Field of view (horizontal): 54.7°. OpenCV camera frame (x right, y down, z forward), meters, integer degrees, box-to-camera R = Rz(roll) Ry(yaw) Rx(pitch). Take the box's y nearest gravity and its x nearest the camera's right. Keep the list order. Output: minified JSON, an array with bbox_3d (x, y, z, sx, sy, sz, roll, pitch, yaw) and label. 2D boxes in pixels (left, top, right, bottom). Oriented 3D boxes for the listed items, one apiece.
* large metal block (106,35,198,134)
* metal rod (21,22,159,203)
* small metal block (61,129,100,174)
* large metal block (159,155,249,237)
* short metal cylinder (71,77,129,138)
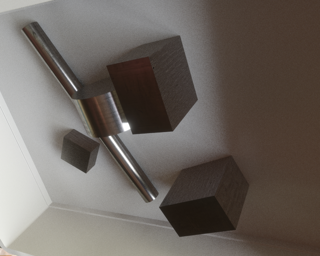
[{"bbox_3d":[-0.004,-0.048,0.344,0.050,0.080,0.080,-5,116,30],"label":"large metal block"},{"bbox_3d":[-0.094,-0.014,0.447,0.025,0.025,0.299,-24,106,36],"label":"metal rod"},{"bbox_3d":[-0.128,0.037,0.497,0.050,0.025,0.050,28,128,9],"label":"small metal block"},{"bbox_3d":[0.058,0.087,0.395,0.080,0.080,0.050,-22,107,36],"label":"large metal block"},{"bbox_3d":[-0.062,-0.029,0.386,0.080,0.080,0.050,-4,117,29],"label":"short metal cylinder"}]
